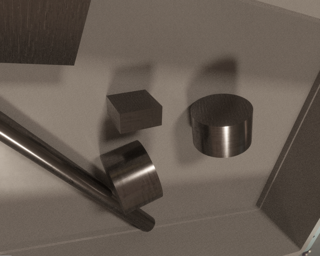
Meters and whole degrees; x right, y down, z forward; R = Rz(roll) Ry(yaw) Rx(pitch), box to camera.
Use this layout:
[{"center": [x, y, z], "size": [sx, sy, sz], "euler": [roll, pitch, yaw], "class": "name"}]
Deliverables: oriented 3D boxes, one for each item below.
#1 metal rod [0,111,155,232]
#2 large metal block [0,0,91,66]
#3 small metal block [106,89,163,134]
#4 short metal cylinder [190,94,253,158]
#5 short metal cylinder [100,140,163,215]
[{"center": [-0.097, 0.070, 0.399], "size": [0.025, 0.025, 0.300], "euler": [-43, 130, 1], "class": "metal rod"}, {"center": [-0.108, -0.097, 0.251], "size": [0.081, 0.050, 0.080], "euler": [-3, 154, -27], "class": "large metal block"}, {"center": [-0.031, -0.021, 0.364], "size": [0.050, 0.050, 0.025], "euler": [-12, 124, -22], "class": "small metal block"}, {"center": [0.083, -0.005, 0.418], "size": [0.081, 0.080, 0.050], "euler": [-21, 127, -16], "class": "short metal cylinder"}, {"center": [-0.037, 0.062, 0.392], "size": [0.050, 0.080, 0.080], "euler": [-23, 127, -15], "class": "short metal cylinder"}]
